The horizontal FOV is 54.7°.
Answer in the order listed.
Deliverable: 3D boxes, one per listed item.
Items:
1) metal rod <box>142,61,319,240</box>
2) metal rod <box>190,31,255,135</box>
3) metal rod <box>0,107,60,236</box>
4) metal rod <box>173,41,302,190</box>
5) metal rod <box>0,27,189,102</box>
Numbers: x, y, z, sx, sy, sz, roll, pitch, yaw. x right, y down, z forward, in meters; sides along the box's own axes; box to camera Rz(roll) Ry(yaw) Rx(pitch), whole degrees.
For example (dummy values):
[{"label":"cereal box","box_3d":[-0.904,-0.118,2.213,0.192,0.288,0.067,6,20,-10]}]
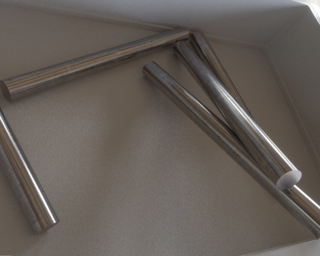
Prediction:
[{"label":"metal rod","box_3d":[0.069,0.003,0.367,0.025,0.025,0.300,-15,46,-34]},{"label":"metal rod","box_3d":[0.125,-0.031,0.491,0.025,0.025,0.299,-13,69,-34]},{"label":"metal rod","box_3d":[-0.185,-0.029,0.323,0.025,0.025,0.299,-24,75,-36]},{"label":"metal rod","box_3d":[0.074,-0.042,0.391,0.025,0.025,0.300,7,33,-25]},{"label":"metal rod","box_3d":[-0.065,-0.099,0.430,0.302,0.025,0.025,-30,78,-38]}]
